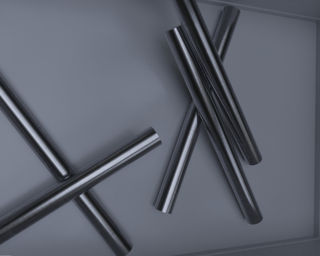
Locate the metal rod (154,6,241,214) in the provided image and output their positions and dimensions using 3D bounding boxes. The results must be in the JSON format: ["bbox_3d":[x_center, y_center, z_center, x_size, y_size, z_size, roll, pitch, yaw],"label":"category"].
[{"bbox_3d":[0.054,-0.030,0.430,0.025,0.025,0.299,22,83,-19],"label":"metal rod"}]

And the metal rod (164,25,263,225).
[{"bbox_3d":[0.079,0.008,0.417,0.025,0.025,0.299,-32,109,-17],"label":"metal rod"}]

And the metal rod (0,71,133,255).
[{"bbox_3d":[-0.127,0.034,0.363,0.025,0.025,0.299,-37,102,-16],"label":"metal rod"}]

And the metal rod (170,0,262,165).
[{"bbox_3d":[0.072,-0.063,0.389,0.025,0.025,0.299,-41,121,-15],"label":"metal rod"}]

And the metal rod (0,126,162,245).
[{"bbox_3d":[-0.131,0.086,0.340,0.301,0.025,0.025,-32,101,-9],"label":"metal rod"}]
